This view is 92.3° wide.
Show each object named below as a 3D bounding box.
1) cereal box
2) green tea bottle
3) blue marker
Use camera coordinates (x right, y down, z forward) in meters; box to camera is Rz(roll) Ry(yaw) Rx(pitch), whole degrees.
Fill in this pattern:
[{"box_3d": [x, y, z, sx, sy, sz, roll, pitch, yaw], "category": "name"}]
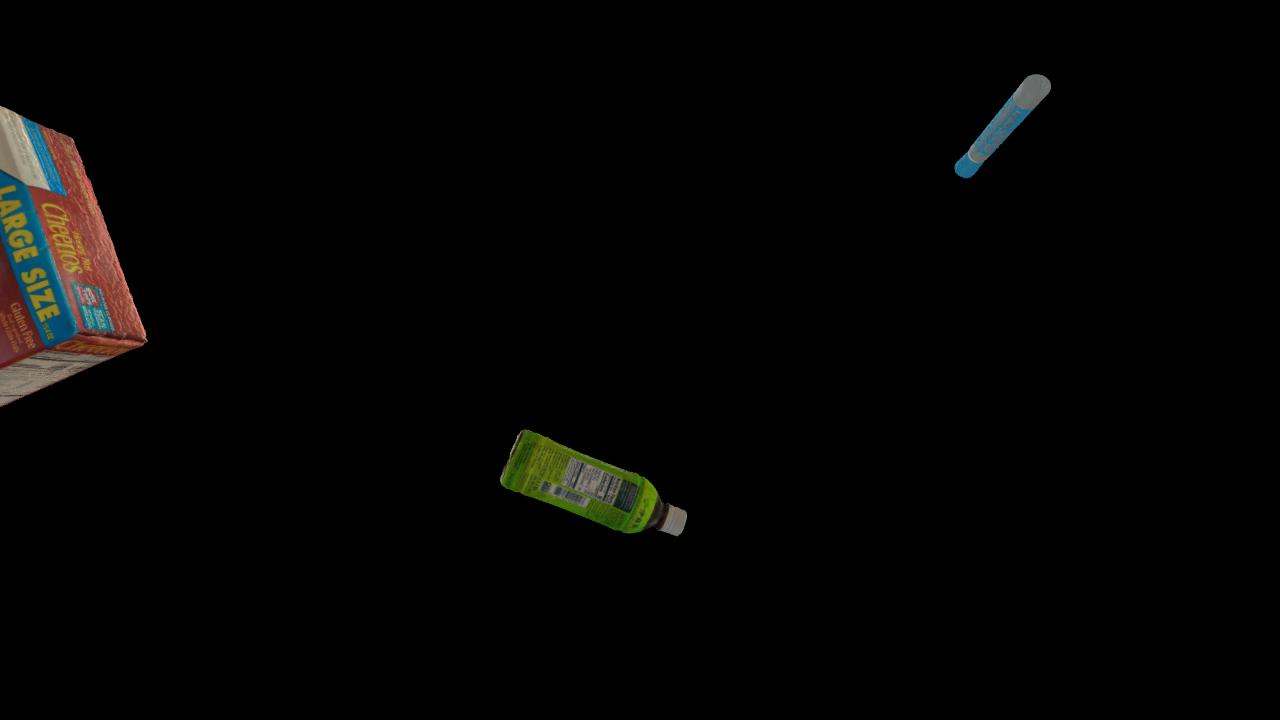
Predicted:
[{"box_3d": [-0.597, -0.049, 0.503, 0.306, 0.203, 0.081, -23, -4, 1], "category": "cereal box"}, {"box_3d": [-0.048, 0.148, 0.694, 0.212, 0.073, 0.073, 24, -2, -4], "category": "green tea bottle"}, {"box_3d": [0.284, -0.181, 0.491, 0.020, 0.020, 0.121, 0, -12, 4], "category": "blue marker"}]
